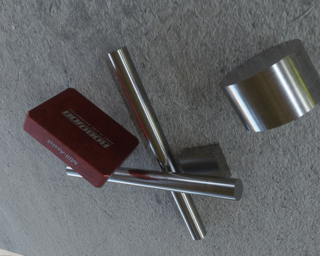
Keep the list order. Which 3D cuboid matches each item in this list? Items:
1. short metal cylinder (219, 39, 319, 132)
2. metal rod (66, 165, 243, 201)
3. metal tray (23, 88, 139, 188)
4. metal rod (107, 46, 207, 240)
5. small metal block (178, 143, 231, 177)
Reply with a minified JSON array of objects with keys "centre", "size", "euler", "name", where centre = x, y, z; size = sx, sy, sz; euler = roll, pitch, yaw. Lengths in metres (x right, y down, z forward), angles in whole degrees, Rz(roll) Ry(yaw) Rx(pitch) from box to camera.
[{"centre":[0.104,-0.040,0.292],"size":[0.080,0.080,0.050],"euler":[-24,105,36],"name":"short metal cylinder"},{"centre":[-0.031,0.070,0.439],"size":[0.300,0.025,0.025],"euler":[0,119,37],"name":"metal rod"},{"centre":[-0.104,0.009,0.425],"size":[0.130,0.090,0.030],"euler":[38,129,2],"name":"metal tray"},{"centre":[0.004,0.034,0.426],"size":[0.025,0.025,0.299],"euler":[-10,113,32],"name":"metal rod"},{"centre":[0.059,0.051,0.407],"size":[0.050,0.025,0.050],"euler":[-11,113,33],"name":"small metal block"}]
